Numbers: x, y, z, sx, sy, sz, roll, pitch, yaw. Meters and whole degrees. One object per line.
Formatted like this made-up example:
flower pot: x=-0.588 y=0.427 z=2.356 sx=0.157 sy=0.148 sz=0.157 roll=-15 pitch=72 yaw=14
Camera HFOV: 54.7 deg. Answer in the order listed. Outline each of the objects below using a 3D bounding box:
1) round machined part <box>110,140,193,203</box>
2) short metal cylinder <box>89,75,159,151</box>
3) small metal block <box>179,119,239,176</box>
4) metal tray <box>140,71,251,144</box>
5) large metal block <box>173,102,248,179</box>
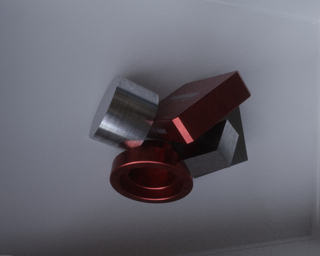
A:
round machined part: x=-0.009 y=0.051 z=0.378 sx=0.099 sy=0.097 sz=0.042 roll=22 pitch=47 yaw=-19
short metal cylinder: x=-0.043 y=-0.016 z=0.364 sx=0.050 sy=0.080 sz=0.080 roll=24 pitch=82 yaw=-19
small metal block: x=0.055 y=0.022 z=0.345 sx=0.025 sy=0.050 sz=0.050 roll=50 pitch=43 yaw=-21
metal tray: x=0.032 y=-0.023 z=0.366 sx=0.090 sy=0.130 sz=0.030 roll=-37 pitch=103 yaw=-17
large metal block: x=0.063 y=0.012 z=0.412 sx=0.081 sy=0.050 sz=0.079 roll=-15 pitch=100 yaw=-20
